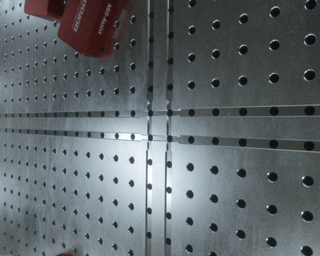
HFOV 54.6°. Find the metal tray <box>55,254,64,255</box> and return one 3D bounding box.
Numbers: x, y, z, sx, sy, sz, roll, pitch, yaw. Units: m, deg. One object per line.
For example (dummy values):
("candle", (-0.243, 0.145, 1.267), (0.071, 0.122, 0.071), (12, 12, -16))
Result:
("metal tray", (-0.196, 0.310, 0.571), (0.090, 0.030, 0.130), (-35, 69, 34))

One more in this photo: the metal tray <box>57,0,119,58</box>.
("metal tray", (-0.115, -0.191, 0.503), (0.090, 0.030, 0.129), (38, 113, 33))

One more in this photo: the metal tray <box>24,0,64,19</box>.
("metal tray", (-0.214, -0.277, 0.585), (0.090, 0.030, 0.129), (19, 102, 38))
